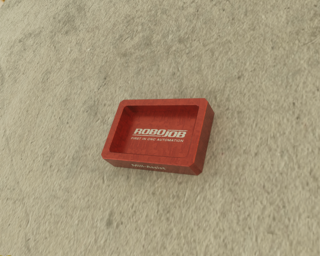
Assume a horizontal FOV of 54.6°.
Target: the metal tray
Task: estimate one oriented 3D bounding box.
[{"bbox_3d":[-0.004,0.008,0.398,0.130,0.030,0.090,2,62,29],"label":"metal tray"}]
